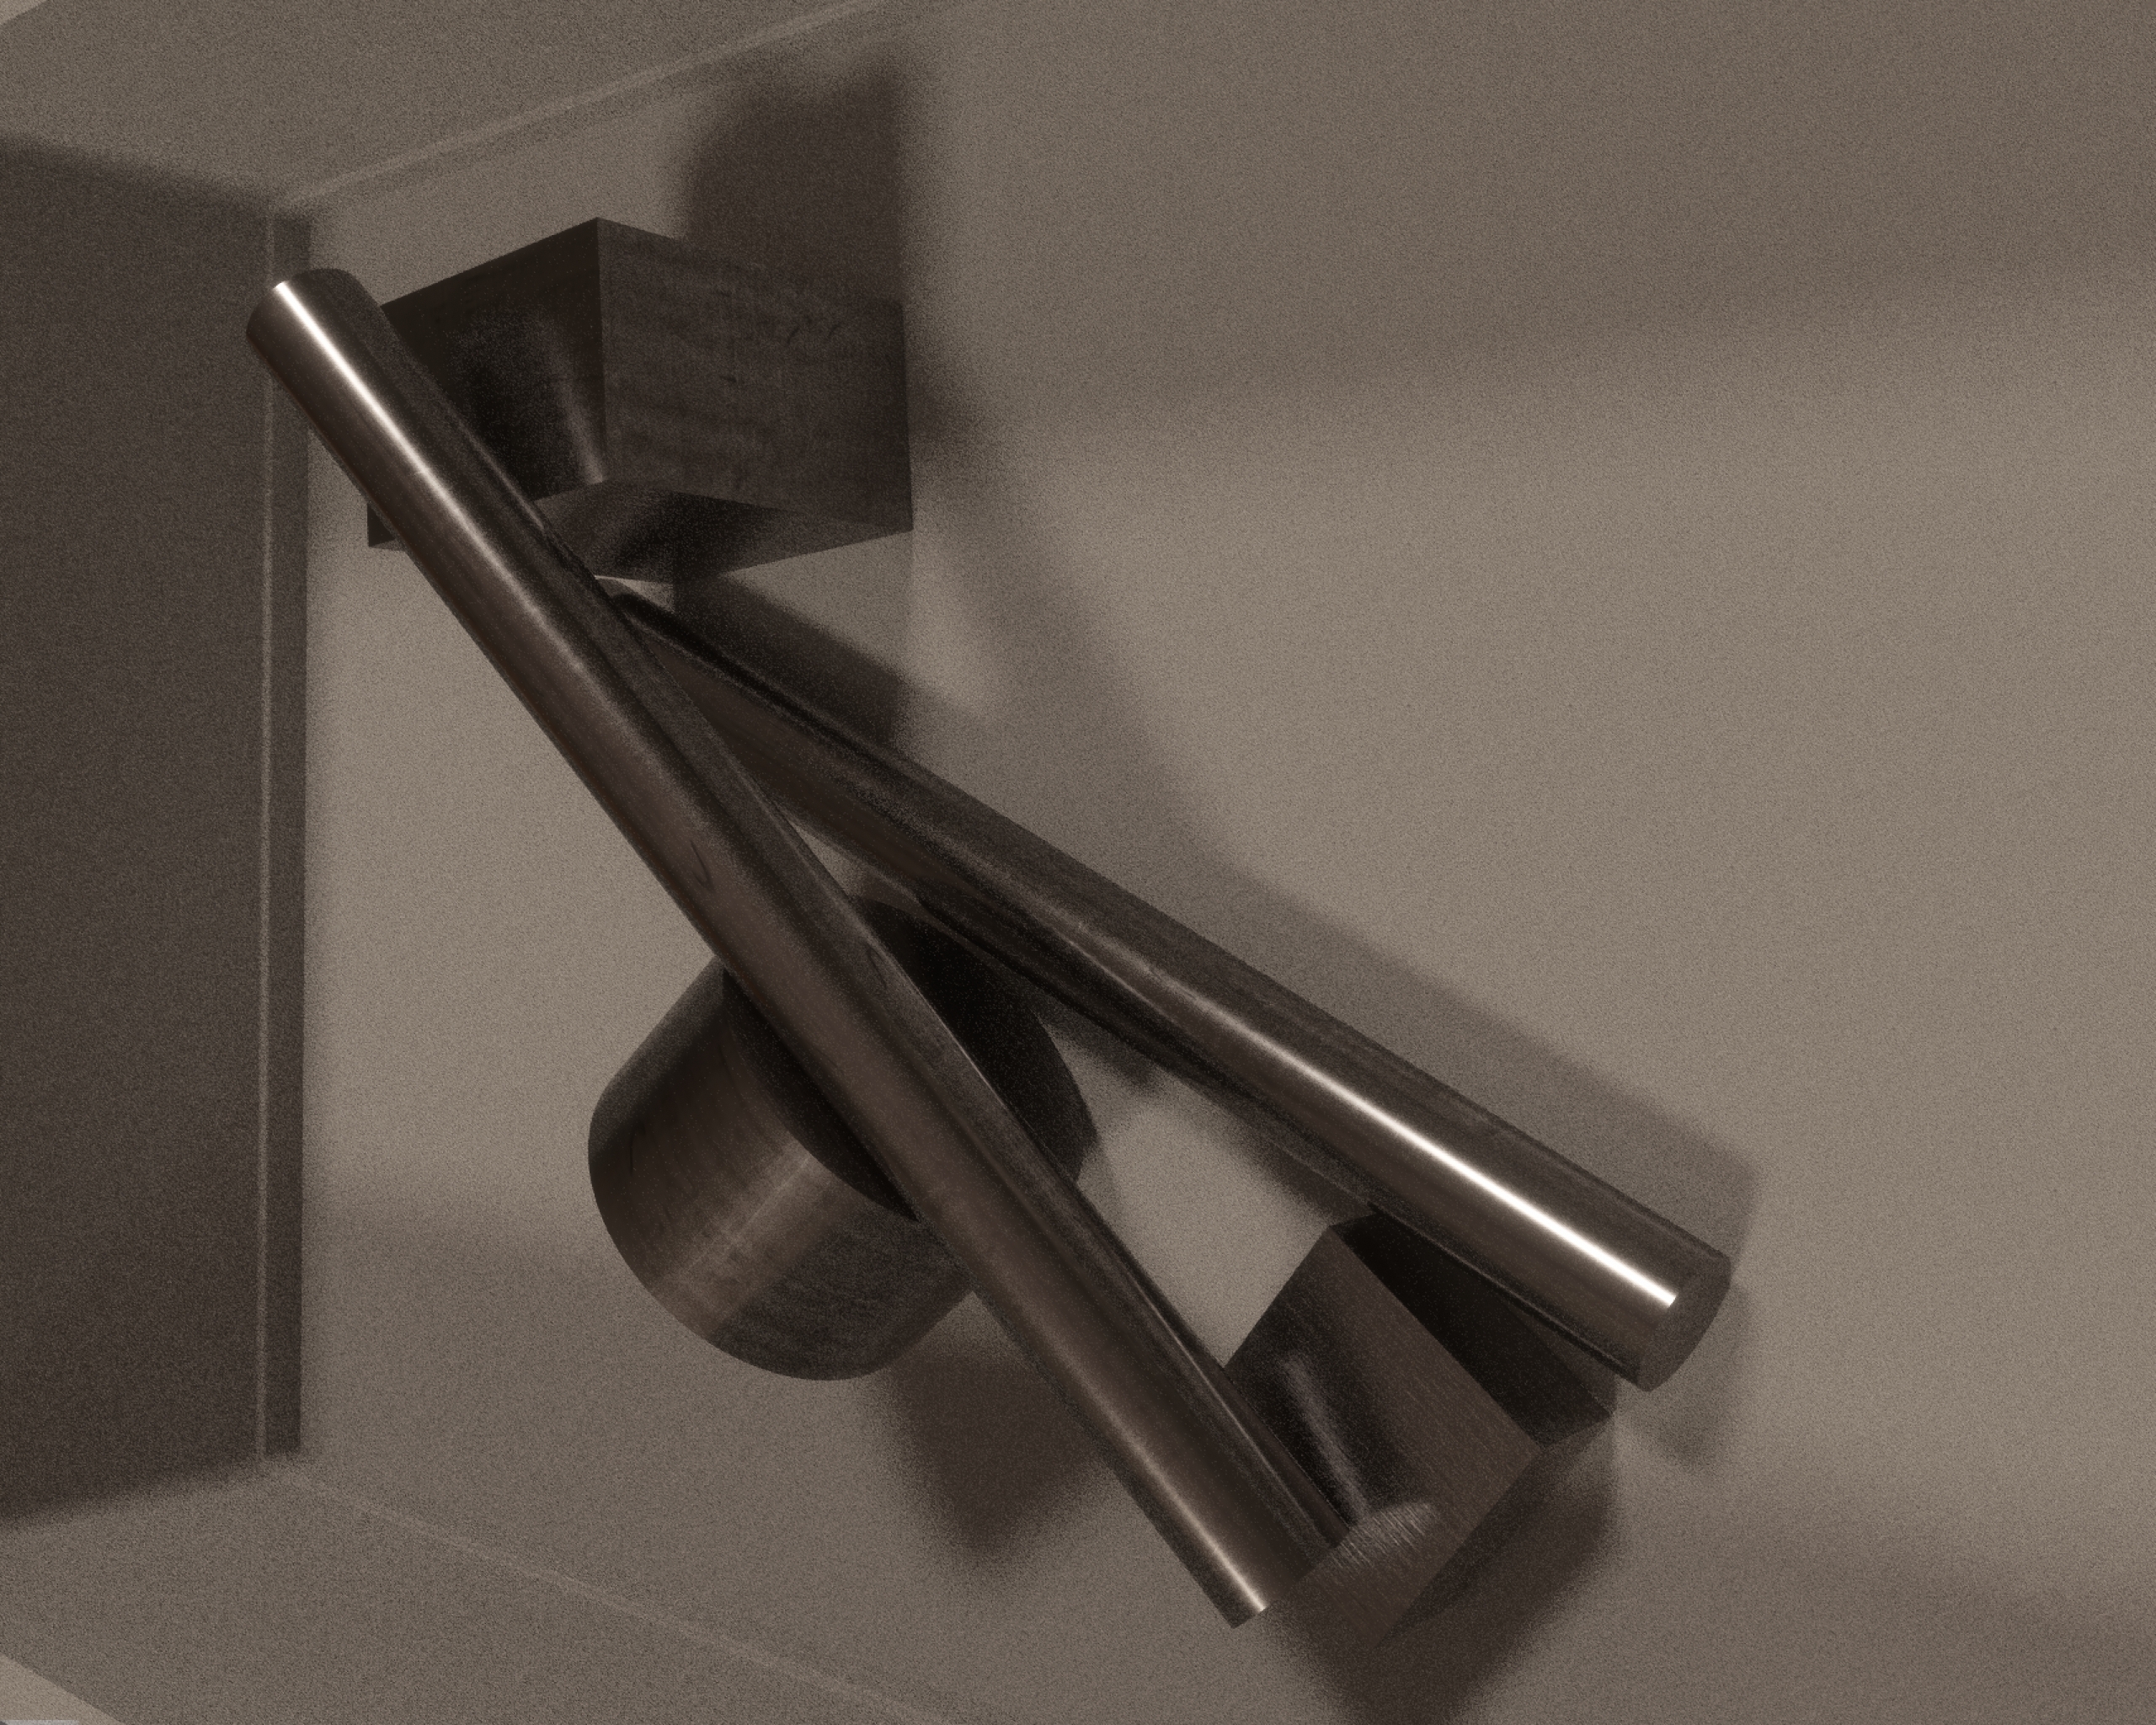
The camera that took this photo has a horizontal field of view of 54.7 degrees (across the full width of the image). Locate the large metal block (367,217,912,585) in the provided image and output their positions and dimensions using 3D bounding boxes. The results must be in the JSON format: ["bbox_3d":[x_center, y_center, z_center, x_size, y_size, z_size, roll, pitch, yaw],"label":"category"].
[{"bbox_3d":[-0.094,-0.094,0.445,0.080,0.081,0.050,-5,87,39],"label":"large metal block"}]

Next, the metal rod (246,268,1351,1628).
[{"bbox_3d":[-0.058,0.005,0.375,0.300,0.025,0.025,50,120,13],"label":"metal rod"}]

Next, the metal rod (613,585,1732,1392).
[{"bbox_3d":[-0.010,0.008,0.412,0.300,0.025,0.025,31,109,35],"label":"metal rod"}]

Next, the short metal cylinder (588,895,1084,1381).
[{"bbox_3d":[-0.046,0.052,0.404,0.050,0.081,0.080,-47,62,29],"label":"short metal cylinder"}]

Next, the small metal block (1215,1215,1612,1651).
[{"bbox_3d":[0.054,0.096,0.359,0.050,0.025,0.050,45,117,30],"label":"small metal block"}]
